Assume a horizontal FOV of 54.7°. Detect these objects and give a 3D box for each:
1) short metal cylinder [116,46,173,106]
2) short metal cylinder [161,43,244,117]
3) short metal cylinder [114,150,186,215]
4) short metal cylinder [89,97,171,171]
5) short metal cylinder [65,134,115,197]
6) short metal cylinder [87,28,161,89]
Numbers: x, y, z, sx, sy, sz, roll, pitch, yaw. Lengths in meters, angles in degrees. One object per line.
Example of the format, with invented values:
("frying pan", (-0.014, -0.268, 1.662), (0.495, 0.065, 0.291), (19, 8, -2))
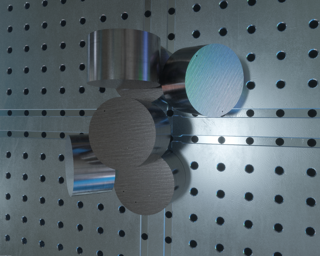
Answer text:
("short metal cylinder", (-0.015, -0.069, 0.404), (0.080, 0.050, 0.079), (0, 91, 20))
("short metal cylinder", (0.049, -0.055, 0.359), (0.050, 0.081, 0.079), (16, 97, 60))
("short metal cylinder", (-0.012, 0.067, 0.403), (0.080, 0.050, 0.079), (0, 91, 19))
("short metal cylinder", (-0.033, 0.006, 0.357), (0.080, 0.050, 0.079), (0, 90, 20))
("short metal cylinder", (-0.095, 0.048, 0.411), (0.050, 0.080, 0.080), (-2, 89, -24))
("short metal cylinder", (-0.040, -0.073, 0.343), (0.080, 0.080, 0.050), (1, 90, 20))
